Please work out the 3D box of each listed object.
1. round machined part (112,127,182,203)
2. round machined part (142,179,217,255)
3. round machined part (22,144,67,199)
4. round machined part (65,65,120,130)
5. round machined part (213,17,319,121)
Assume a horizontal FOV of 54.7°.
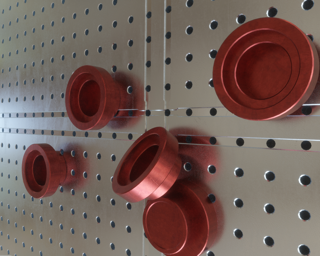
[{"bbox_3d":[-0.011,0.049,0.384,0.098,0.042,0.098,-40,24,23],"label":"round machined part"},{"bbox_3d":[0.017,0.115,0.383,0.098,0.042,0.097,0,90,39],"label":"round machined part"},{"bbox_3d":[-0.209,0.076,0.567,0.098,0.042,0.097,0,90,39],"label":"round machined part"},{"bbox_3d":[-0.100,-0.045,0.478,0.098,0.042,0.097,0,90,39],"label":"round machined part"},{"bbox_3d":[0.106,-0.056,0.310,0.098,0.042,0.097,0,90,39],"label":"round machined part"}]
